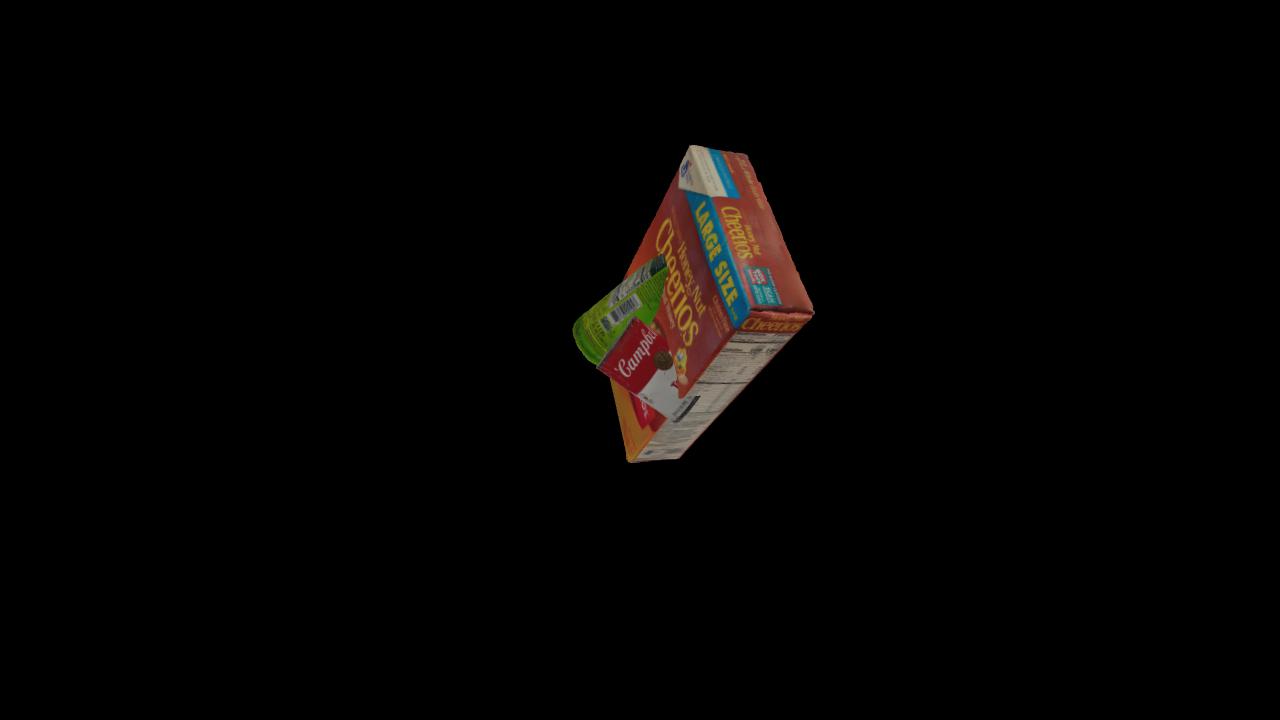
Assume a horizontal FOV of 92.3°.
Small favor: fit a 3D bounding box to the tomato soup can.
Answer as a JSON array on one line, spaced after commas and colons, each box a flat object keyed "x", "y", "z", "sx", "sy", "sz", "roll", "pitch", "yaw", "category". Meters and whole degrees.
[{"x": 0.014, "y": 0.011, "z": 0.630, "sx": 0.101, "sy": 0.068, "sz": 0.068, "roll": 36, "pitch": -3, "yaw": -5, "category": "tomato soup can"}]

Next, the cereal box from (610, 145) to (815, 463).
[{"x": 0.047, "y": -0.043, "z": 0.665, "sx": 0.081, "sy": 0.203, "sz": 0.306, "roll": 0, "pitch": -32, "yaw": -23, "category": "cereal box"}]

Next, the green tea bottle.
[{"x": 0.020, "y": -0.070, "z": 0.658, "sx": 0.212, "sy": 0.073, "sz": 0.073, "roll": -35, "pitch": -20, "yaw": 31, "category": "green tea bottle"}]
